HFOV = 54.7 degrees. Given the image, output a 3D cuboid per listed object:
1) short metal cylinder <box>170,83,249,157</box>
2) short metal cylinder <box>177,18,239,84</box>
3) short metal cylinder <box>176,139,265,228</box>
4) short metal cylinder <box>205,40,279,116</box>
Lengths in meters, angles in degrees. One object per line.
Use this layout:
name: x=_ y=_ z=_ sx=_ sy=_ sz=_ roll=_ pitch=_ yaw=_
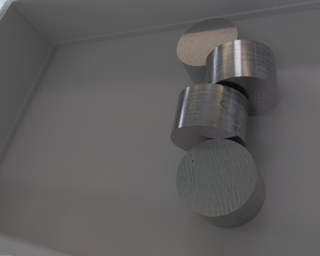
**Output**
short metal cylinder: x=0.056 y=-0.006 z=0.345 sx=0.080 sy=0.080 sz=0.050 roll=-2 pitch=61 yaw=27
short metal cylinder: x=0.069 y=-0.099 z=0.414 sx=0.080 sy=0.050 sz=0.080 roll=-13 pitch=56 yaw=21
short metal cylinder: x=0.064 y=0.058 z=0.321 sx=0.080 sy=0.050 sz=0.080 roll=-13 pitch=56 yaw=21
short metal cylinder: x=0.092 y=-0.054 z=0.355 sx=0.080 sy=0.080 sz=0.050 roll=-8 pitch=59 yaw=24
